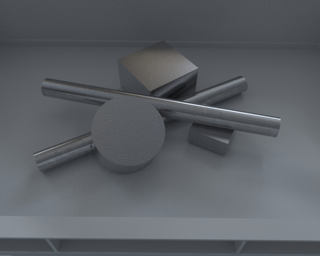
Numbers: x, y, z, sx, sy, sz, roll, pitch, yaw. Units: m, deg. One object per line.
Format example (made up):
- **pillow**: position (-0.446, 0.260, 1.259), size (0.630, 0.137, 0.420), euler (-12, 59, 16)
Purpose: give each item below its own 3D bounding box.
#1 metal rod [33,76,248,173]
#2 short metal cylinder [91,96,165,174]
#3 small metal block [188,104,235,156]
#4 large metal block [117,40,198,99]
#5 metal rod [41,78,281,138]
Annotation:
- **metal rod**: position (-0.012, -0.012, 0.413), size (0.302, 0.025, 0.025), euler (-22, 54, -18)
- **short metal cylinder**: position (-0.039, 0.009, 0.360), size (0.081, 0.050, 0.080), euler (4, 71, -11)
- **small metal block**: position (0.070, 0.001, 0.401), size (0.050, 0.025, 0.050), euler (21, 53, 16)
- **large metal block**: position (-0.004, -0.073, 0.448), size (0.081, 0.050, 0.080), euler (-29, 56, -23)
- **metal rod**: position (-0.005, -0.028, 0.394), size (0.301, 0.025, 0.025), euler (10, 51, 8)
